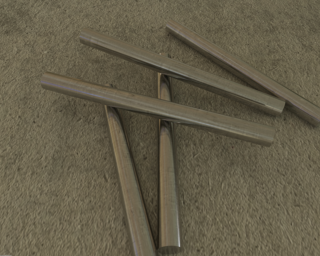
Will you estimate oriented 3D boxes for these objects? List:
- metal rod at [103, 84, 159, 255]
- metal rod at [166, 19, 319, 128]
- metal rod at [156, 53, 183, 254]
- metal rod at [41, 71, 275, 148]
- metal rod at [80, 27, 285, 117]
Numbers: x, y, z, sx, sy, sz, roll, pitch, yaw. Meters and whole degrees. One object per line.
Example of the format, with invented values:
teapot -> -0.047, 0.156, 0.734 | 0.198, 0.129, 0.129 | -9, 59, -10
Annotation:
metal rod -> -0.037, 0.057, 0.354 | 0.025, 0.025, 0.300 | -11, 51, -9
metal rod -> 0.118, -0.097, 0.485 | 0.025, 0.025, 0.300 | -34, 58, -25
metal rod -> 0.008, 0.005, 0.399 | 0.025, 0.025, 0.300 | -1, 50, -1
metal rod -> -0.012, -0.027, 0.391 | 0.301, 0.025, 0.025 | 15, 52, 12
metal rod -> 0.027, -0.081, 0.441 | 0.301, 0.025, 0.025 | 22, 53, 6
